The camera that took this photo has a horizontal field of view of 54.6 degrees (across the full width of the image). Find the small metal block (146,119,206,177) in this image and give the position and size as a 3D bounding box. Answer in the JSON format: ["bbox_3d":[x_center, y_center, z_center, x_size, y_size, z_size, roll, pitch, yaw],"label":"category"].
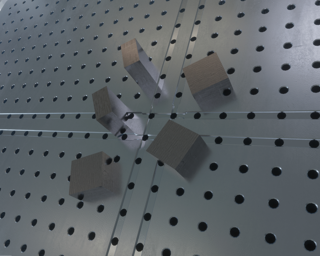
[{"bbox_3d":[0.020,0.024,0.384,0.050,0.025,0.050,29,78,37],"label":"small metal block"}]

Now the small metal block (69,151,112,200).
[{"bbox_3d":[-0.093,0.065,0.418,0.050,0.025,0.050,-18,55,18],"label":"small metal block"}]

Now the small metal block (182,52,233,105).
[{"bbox_3d":[0.063,-0.067,0.417,0.050,0.025,0.050,-24,53,13],"label":"small metal block"}]

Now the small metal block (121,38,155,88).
[{"bbox_3d":[-0.034,-0.099,0.472,0.025,0.050,0.050,-23,53,15],"label":"small metal block"}]

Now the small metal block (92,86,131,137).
[{"bbox_3d":[-0.070,-0.023,0.444,0.025,0.050,0.050,-27,52,12],"label":"small metal block"}]
